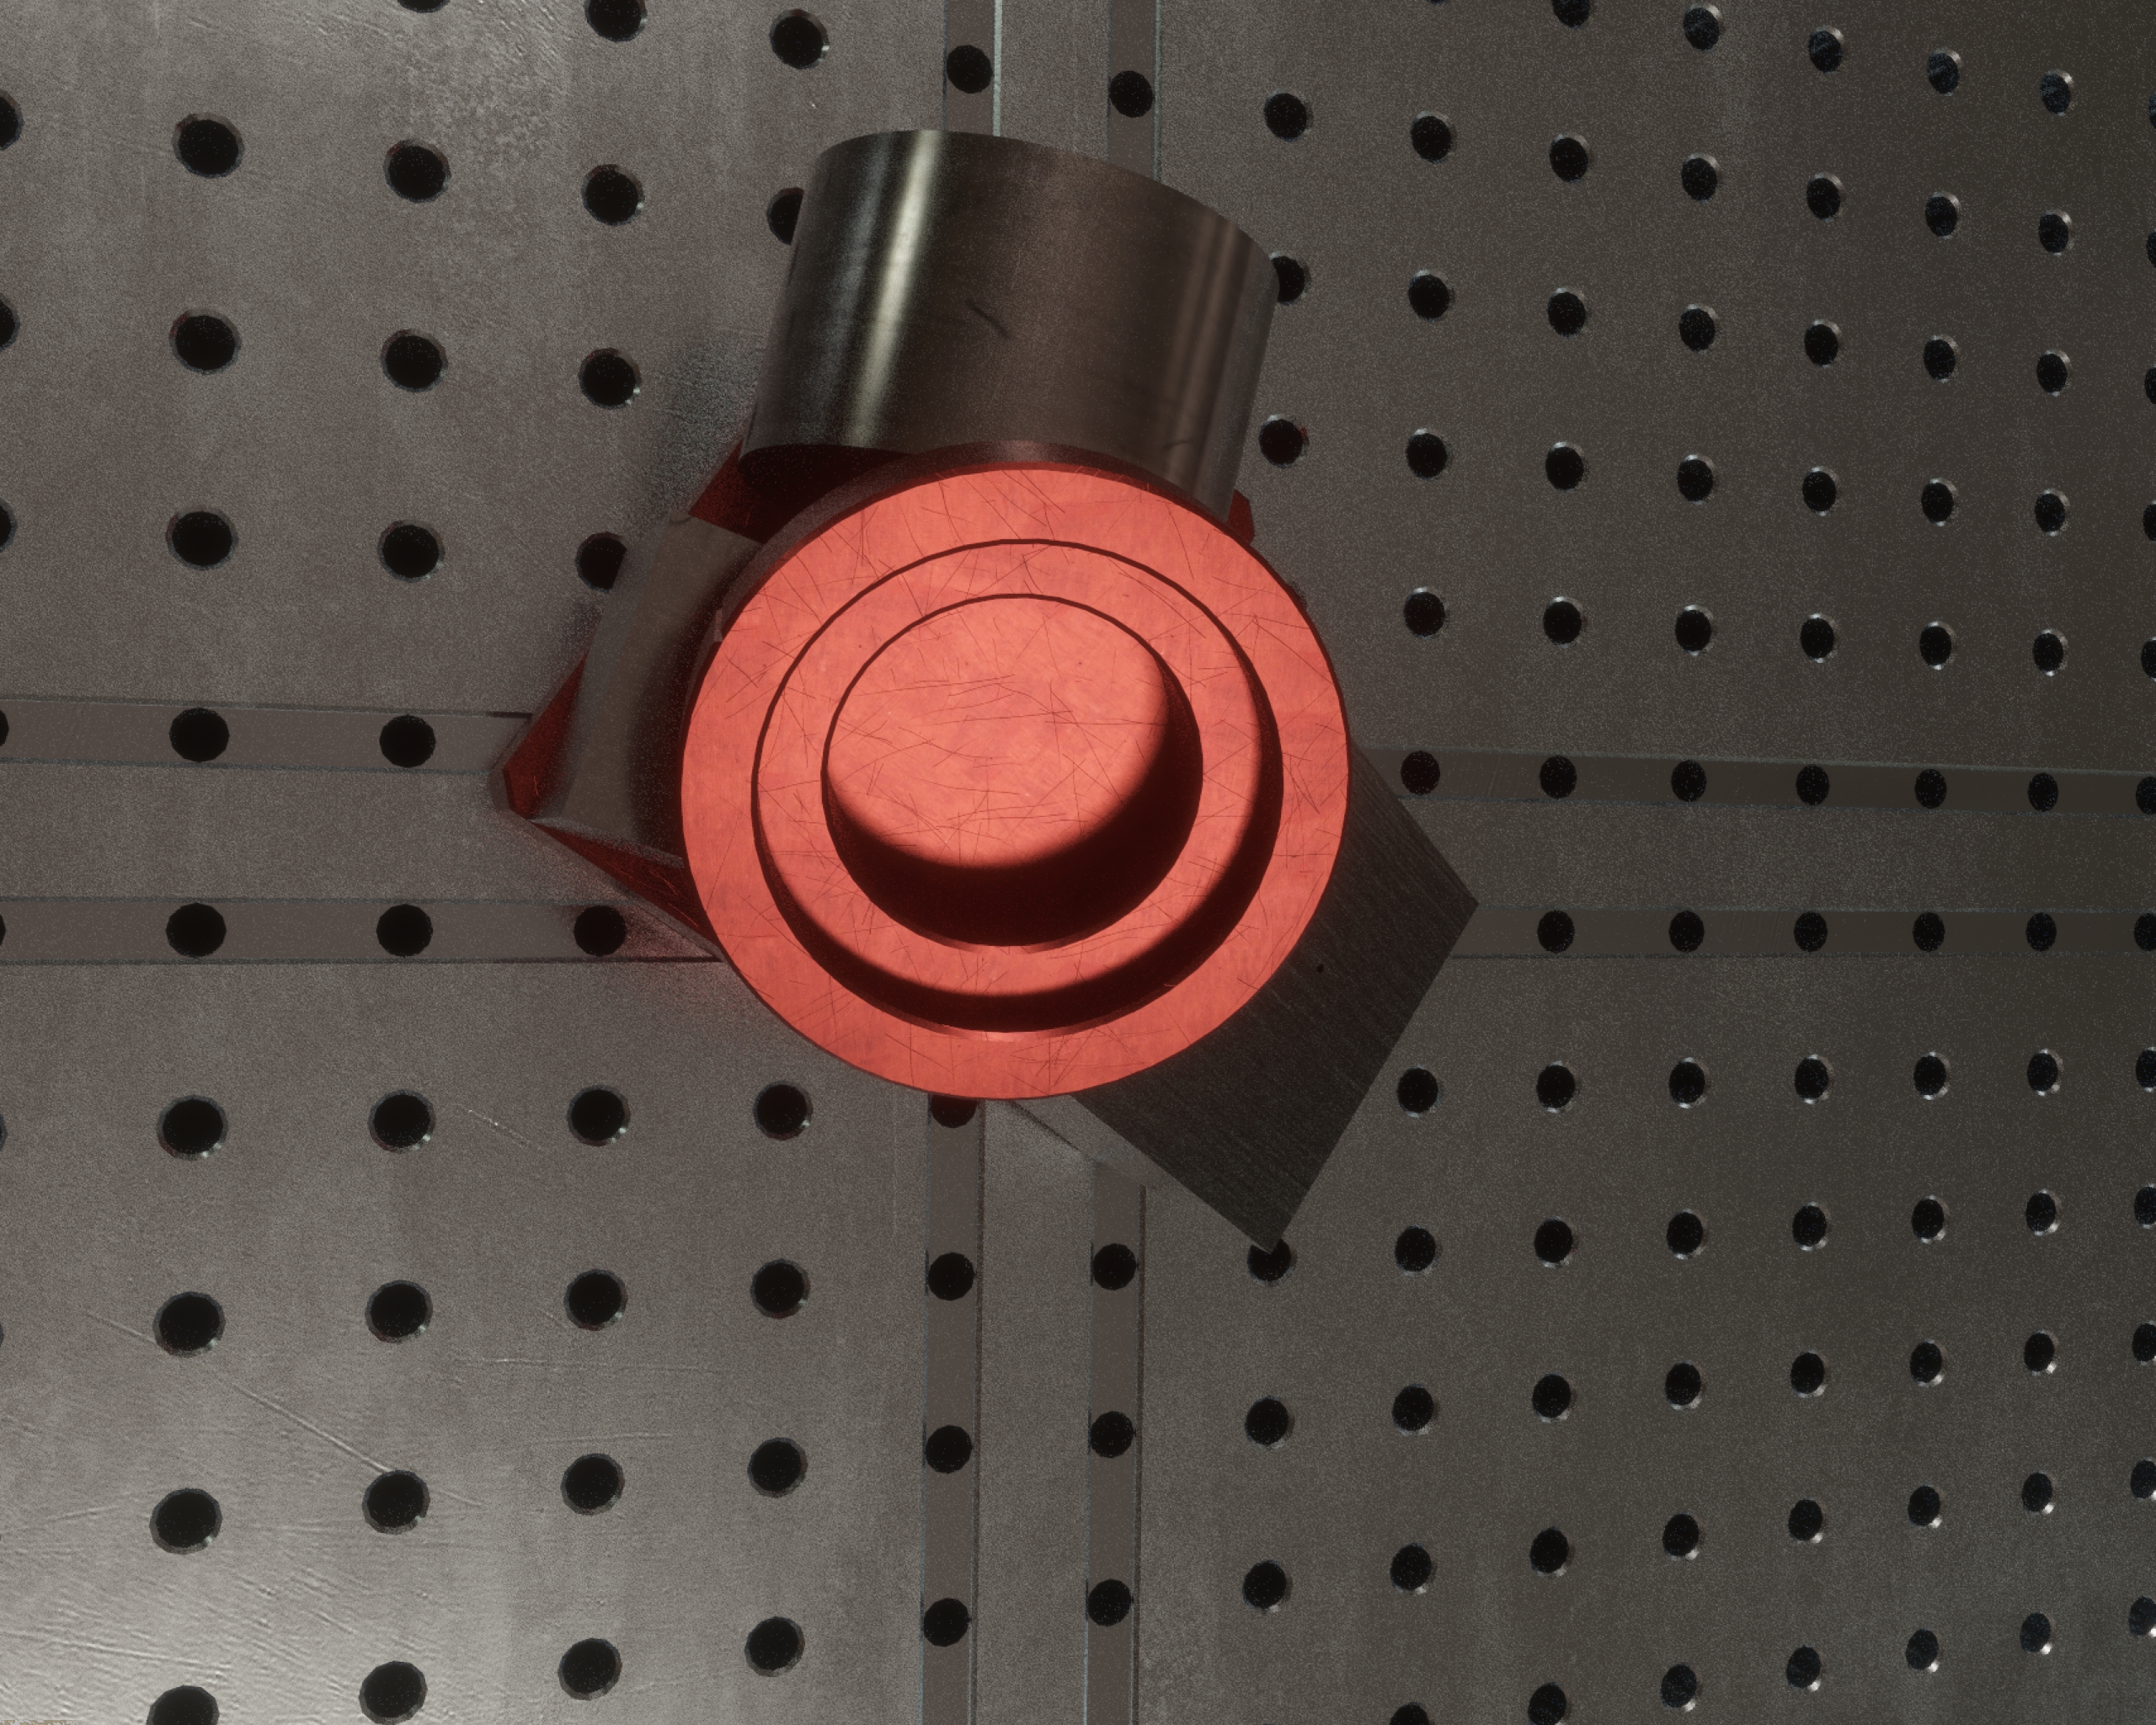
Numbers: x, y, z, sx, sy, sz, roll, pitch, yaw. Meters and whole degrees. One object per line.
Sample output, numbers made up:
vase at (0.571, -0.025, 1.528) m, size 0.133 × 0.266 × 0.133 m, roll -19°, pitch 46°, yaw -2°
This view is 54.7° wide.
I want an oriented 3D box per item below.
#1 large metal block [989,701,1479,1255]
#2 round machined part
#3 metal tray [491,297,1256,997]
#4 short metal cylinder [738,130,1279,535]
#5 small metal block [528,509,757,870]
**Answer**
large metal block at (0.020, 0.015, 0.389) m, size 0.080 × 0.050 × 0.080 m, roll -58°, pitch 138°, yaw -11°
round machined part at (-0.011, -0.016, 0.321) m, size 0.099 × 0.042 × 0.097 m, roll -3°, pitch 110°, yaw -8°
metal tray at (-0.037, -0.040, 0.398) m, size 0.090 × 0.030 × 0.130 m, roll 36°, pitch 78°, yaw -17°
short metal cylinder at (-0.011, -0.080, 0.348) m, size 0.081 × 0.080 × 0.050 m, roll 14°, pitch 85°, yaw -20°
small metal block at (-0.067, -0.026, 0.342) m, size 0.025 × 0.050 × 0.050 m, roll 21°, pitch 83°, yaw -19°
